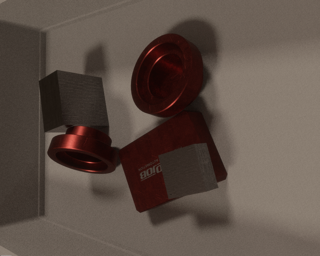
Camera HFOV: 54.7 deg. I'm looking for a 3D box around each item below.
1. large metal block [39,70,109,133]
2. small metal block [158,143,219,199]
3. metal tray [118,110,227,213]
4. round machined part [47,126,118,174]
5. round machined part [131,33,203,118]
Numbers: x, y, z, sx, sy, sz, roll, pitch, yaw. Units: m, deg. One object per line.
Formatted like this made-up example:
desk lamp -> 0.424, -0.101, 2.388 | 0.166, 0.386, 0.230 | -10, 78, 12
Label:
large metal block -> -0.132, -0.037, 0.476 | 0.050, 0.081, 0.080 | -17, 79, 38
small metal block -> 0.030, 0.047, 0.341 | 0.050, 0.025, 0.050 | -22, 77, 37
metal tray -> 0.010, 0.045, 0.394 | 0.130, 0.030, 0.090 | -32, 71, 35
round machined part -> -0.109, 0.030, 0.454 | 0.098, 0.098, 0.042 | -14, 55, 39
round machined part -> 0.013, -0.060, 0.375 | 0.098, 0.042, 0.098 | -15, 68, 41
